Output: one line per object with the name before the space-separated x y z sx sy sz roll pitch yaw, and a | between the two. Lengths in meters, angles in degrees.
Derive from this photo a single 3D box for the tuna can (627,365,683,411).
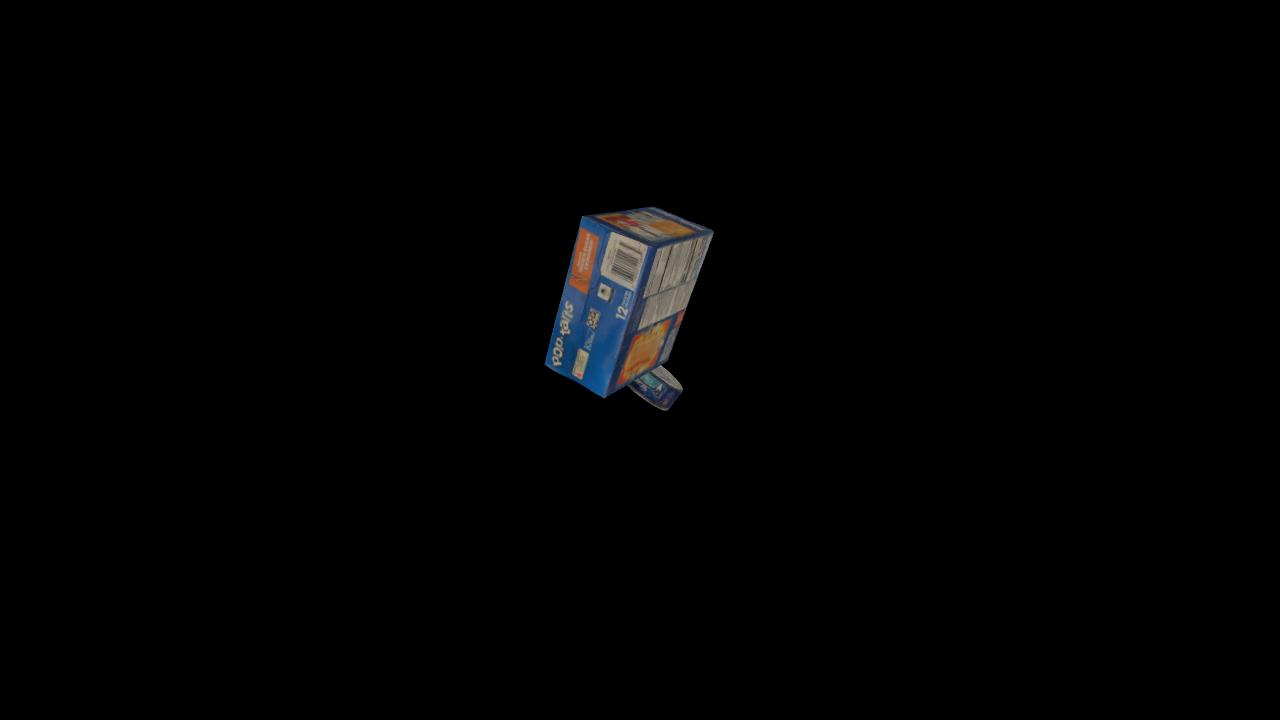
tuna can | 0.013 0.024 0.766 0.084 0.034 0.084 37 10 -8

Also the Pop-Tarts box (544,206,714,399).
Pop-Tarts box | -0.011 -0.066 0.647 0.083 0.167 0.141 30 29 20
